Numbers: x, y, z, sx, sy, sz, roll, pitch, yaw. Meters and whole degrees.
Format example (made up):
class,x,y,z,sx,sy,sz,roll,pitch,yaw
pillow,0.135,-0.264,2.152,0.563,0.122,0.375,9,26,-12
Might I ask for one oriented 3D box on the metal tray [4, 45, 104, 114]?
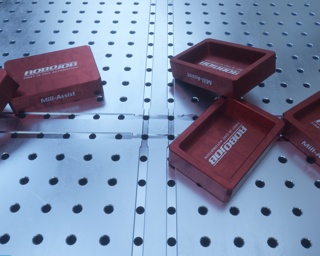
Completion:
class,x,y,z,sx,sy,sz,roll,pitch,yaw
metal tray,-0.160,-0.076,0.468,0.131,0.030,0.090,-15,52,-13

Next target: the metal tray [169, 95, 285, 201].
class,x,y,z,sx,sy,sz,roll,pitch,yaw
metal tray,0.084,0.017,0.390,0.090,0.030,0.131,34,58,25

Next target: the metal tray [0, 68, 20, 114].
class,x,y,z,sx,sy,sz,roll,pitch,yaw
metal tray,-0.257,-0.026,0.400,0.090,0.030,0.130,19,70,16

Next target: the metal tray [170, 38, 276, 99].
class,x,y,z,sx,sy,sz,roll,pitch,yaw
metal tray,0.089,-0.092,0.457,0.090,0.030,0.130,-34,40,-25

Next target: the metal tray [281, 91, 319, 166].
class,x,y,z,sx,sy,sz,roll,pitch,yaw
metal tray,0.230,0.013,0.394,0.091,0.030,0.130,-28,55,-22
